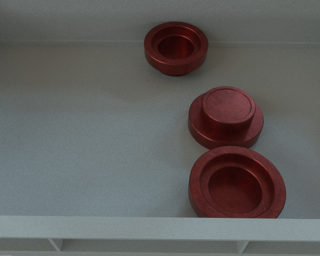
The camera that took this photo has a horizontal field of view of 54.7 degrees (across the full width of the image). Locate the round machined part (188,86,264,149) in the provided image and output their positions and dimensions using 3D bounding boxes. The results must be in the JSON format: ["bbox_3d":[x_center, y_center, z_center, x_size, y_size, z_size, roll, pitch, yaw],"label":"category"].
[{"bbox_3d":[0.088,-0.018,0.409,0.099,0.042,0.098,0,50,0],"label":"round machined part"}]

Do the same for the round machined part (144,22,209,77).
[{"bbox_3d":[0.025,-0.120,0.490,0.099,0.042,0.098,0,57,0],"label":"round machined part"}]

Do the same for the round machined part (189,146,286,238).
[{"bbox_3d":[0.080,0.070,0.335,0.099,0.042,0.098,0,50,0],"label":"round machined part"}]
